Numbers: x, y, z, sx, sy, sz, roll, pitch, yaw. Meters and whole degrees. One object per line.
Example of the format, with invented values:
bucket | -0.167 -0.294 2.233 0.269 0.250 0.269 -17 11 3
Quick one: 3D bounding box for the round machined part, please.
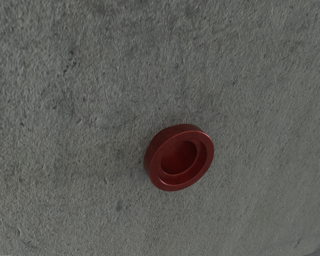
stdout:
round machined part | 0.022 0.036 0.430 0.099 0.042 0.097 -14 124 -21
